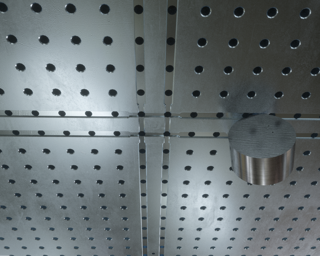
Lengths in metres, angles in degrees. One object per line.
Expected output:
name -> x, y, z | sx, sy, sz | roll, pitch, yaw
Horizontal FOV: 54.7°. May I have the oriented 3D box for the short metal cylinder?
short metal cylinder -> 0.131, 0.027, 0.400 | 0.080, 0.080, 0.050 | -10, 130, 7
